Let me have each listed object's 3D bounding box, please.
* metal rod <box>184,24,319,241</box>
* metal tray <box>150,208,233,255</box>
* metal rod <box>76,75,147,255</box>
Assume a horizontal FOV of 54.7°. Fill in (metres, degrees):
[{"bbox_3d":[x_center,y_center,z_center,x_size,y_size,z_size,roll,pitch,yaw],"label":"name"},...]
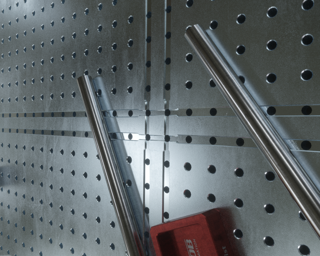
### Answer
[{"bbox_3d":[0.107,0.007,0.319,0.025,0.025,0.299,-42,65,31],"label":"metal rod"},{"bbox_3d":[0.046,0.171,0.366,0.090,0.030,0.129,-28,73,36],"label":"metal tray"},{"bbox_3d":[-0.076,0.055,0.469,0.025,0.025,0.299,-31,71,35],"label":"metal rod"}]
